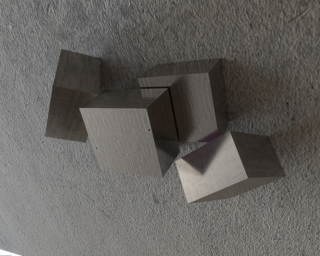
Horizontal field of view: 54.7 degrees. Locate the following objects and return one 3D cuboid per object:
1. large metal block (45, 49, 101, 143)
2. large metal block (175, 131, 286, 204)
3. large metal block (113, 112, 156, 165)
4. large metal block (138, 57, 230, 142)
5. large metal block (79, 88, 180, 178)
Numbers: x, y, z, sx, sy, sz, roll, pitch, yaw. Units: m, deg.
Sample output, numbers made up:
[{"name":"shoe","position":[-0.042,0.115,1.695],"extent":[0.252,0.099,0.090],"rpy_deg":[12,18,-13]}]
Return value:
[{"name":"large metal block","position":[-0.110,-0.041,0.395],"extent":[0.050,0.080,0.079],"rpy_deg":[10,130,-18]},{"name":"large metal block","position":[0.079,0.046,0.350],"extent":[0.080,0.081,0.050],"rpy_deg":[-35,61,38]},{"name":"large metal block","position":[-0.032,0.005,0.408],"extent":[0.080,0.050,0.080],"rpy_deg":[0,119,27]},{"name":"large metal block","position":[0.031,-0.031,0.356],"extent":[0.080,0.050,0.080],"rpy_deg":[0,119,27]},{"name":"large metal block","position":[-0.030,0.003,0.341],"extent":[0.080,0.050,0.079],"rpy_deg":[2,120,27]}]
